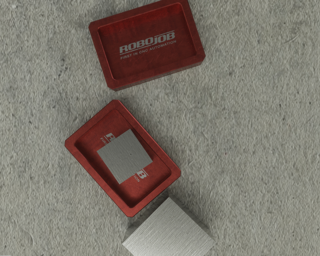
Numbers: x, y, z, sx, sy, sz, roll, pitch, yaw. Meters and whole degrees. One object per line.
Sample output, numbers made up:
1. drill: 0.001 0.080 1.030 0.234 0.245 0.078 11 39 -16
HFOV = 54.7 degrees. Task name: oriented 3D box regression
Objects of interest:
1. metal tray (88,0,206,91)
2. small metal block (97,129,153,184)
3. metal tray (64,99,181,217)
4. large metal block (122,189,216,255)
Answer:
1. metal tray: -0.016 -0.110 0.407 0.131 0.030 0.090 -18 90 -1
2. small metal block: -0.044 0.035 0.397 0.050 0.025 0.050 -34 90 0
3. metal tray: -0.047 0.039 0.406 0.090 0.030 0.130 -41 91 0
4. large metal block: 0.011 0.139 0.398 0.080 0.050 0.080 45 90 -1
